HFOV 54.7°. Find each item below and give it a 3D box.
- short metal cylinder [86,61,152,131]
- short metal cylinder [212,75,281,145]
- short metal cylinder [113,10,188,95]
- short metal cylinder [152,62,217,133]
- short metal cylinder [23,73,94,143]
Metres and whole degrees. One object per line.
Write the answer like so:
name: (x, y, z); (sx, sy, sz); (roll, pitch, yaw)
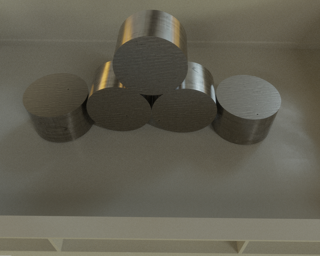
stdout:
short metal cylinder: (-0.050, -0.040, 0.400); (0.080, 0.080, 0.050); (1, 50, 1)
short metal cylinder: (0.111, -0.025, 0.408); (0.080, 0.050, 0.080); (0, 50, 0)
short metal cylinder: (-0.010, -0.083, 0.347); (0.080, 0.080, 0.050); (1, 50, 1)
short metal cylinder: (0.031, -0.038, 0.399); (0.080, 0.080, 0.050); (1, 50, 1)
short metal cylinder: (-0.131, -0.027, 0.409); (0.080, 0.050, 0.080); (0, 50, 0)
